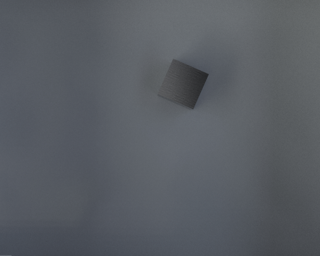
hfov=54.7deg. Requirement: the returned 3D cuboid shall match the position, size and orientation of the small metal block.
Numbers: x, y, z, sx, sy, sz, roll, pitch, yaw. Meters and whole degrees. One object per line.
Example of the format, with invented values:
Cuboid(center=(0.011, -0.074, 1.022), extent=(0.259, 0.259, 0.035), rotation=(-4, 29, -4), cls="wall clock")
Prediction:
Cuboid(center=(0.030, -0.057, 0.412), extent=(0.050, 0.025, 0.050), rotation=(24, 90, -1), cls="small metal block")
